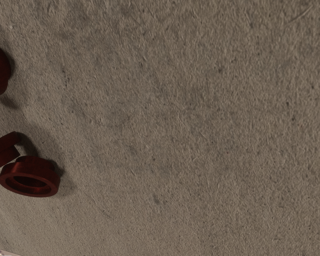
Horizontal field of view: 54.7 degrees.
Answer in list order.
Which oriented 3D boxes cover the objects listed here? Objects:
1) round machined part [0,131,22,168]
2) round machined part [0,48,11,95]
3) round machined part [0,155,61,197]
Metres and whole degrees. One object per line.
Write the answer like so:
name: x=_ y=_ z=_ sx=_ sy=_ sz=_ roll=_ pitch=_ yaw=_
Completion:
round machined part: x=-0.284 y=0.048 z=0.535 sx=0.098 sy=0.099 sz=0.042 roll=-23 pitch=102 yaw=36
round machined part: x=-0.272 y=-0.095 z=0.477 sx=0.098 sy=0.042 sz=0.097 roll=13 pitch=124 yaw=20
round machined part: x=-0.225 y=0.083 z=0.545 sx=0.099 sy=0.042 sz=0.097 roll=2 pitch=144 yaw=2
